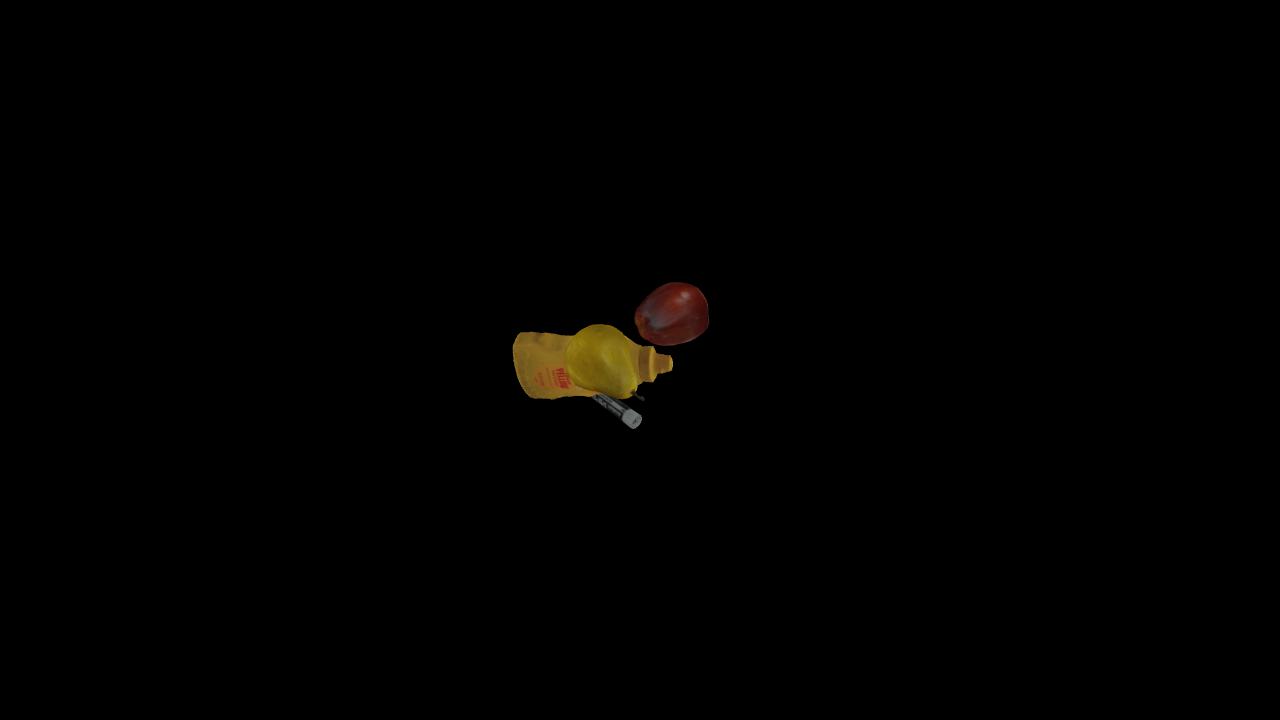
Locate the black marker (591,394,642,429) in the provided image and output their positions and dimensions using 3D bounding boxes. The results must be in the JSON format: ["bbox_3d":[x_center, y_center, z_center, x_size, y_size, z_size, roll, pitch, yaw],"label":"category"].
[{"bbox_3d":[-0.045,0.044,0.742,0.121,0.020,0.020,33,20,35],"label":"black marker"}]

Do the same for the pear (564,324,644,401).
[{"bbox_3d":[-0.033,0.015,0.693,0.080,0.111,0.080,-32,-22,-15],"label":"pear"}]

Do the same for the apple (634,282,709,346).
[{"bbox_3d":[0.040,-0.057,0.748,0.093,0.079,0.079,-26,8,-18],"label":"apple"}]

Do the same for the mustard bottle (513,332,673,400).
[{"bbox_3d":[-0.052,0.005,0.729,0.184,0.092,0.054,-1,36,11],"label":"mustard bottle"}]
